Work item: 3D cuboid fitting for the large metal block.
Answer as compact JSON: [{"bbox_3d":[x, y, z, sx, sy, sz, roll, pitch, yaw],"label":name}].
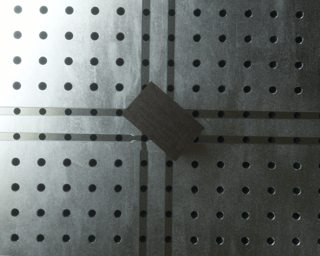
[{"bbox_3d":[0.004,-0.008,0.386,0.080,0.080,0.050,41,90,-1],"label":"large metal block"}]
